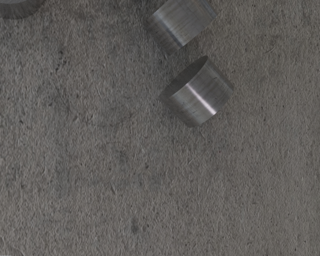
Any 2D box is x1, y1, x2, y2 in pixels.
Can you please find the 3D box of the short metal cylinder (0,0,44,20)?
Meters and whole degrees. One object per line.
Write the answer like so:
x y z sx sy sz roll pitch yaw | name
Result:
-0.166 -0.165 0.334 0.081 0.050 0.080 0 90 -20 | short metal cylinder

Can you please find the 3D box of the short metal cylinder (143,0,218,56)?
0.025 -0.137 0.389 0.080 0.080 0.050 -45 104 -14 | short metal cylinder

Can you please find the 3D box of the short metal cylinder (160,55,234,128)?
0.047 -0.046 0.397 0.050 0.080 0.080 45 76 -15 | short metal cylinder
